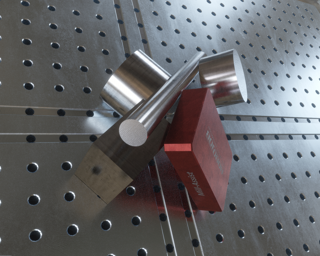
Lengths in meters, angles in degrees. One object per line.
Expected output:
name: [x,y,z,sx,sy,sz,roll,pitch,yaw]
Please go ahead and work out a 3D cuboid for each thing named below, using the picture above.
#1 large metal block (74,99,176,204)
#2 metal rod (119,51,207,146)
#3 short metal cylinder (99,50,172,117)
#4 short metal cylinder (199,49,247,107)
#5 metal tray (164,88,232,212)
large metal block: [-0.038,0.026,0.337,0.050,0.080,0.080,43,51,1]
metal rod: [0.023,-0.056,0.387,0.025,0.025,0.301,40,30,-2]
short metal cylinder: [-0.030,-0.051,0.388,0.050,0.080,0.080,40,51,-2]
short metal cylinder: [0.096,-0.073,0.465,0.080,0.050,0.080,40,45,-55]
metal tray: [0.052,0.028,0.366,0.130,0.030,0.090,61,37,-41]
